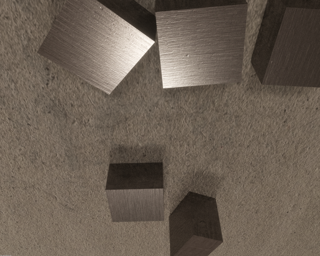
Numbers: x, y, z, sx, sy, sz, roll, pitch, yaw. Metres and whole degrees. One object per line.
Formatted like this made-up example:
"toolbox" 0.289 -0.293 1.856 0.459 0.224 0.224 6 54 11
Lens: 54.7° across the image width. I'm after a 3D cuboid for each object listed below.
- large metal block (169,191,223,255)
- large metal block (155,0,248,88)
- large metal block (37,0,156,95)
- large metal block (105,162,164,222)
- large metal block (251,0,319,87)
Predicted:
"large metal block" 0.056 0.166 0.514 0.050 0.080 0.079 19 128 -16
"large metal block" 0.040 -0.091 0.314 0.080 0.050 0.080 -4 130 3
"large metal block" -0.060 -0.093 0.307 0.080 0.050 0.080 31 128 -24
"large metal block" -0.035 0.099 0.475 0.081 0.050 0.079 -2 130 1
"large metal block" 0.148 -0.090 0.317 0.081 0.050 0.079 2 130 -3
